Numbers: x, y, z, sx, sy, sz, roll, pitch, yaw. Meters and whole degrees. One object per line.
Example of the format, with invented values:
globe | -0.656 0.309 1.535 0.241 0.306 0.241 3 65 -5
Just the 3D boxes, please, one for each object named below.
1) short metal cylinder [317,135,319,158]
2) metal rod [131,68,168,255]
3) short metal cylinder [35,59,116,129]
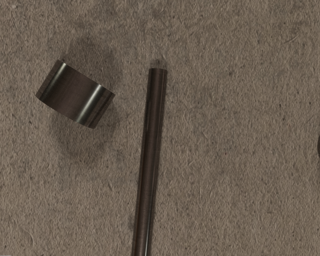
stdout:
short metal cylinder | 0.257 0.026 0.401 0.081 0.050 0.079 0 90 -1
metal rod | -0.016 0.072 0.409 0.025 0.025 0.298 5 90 -1
short metal cylinder | -0.103 -0.041 0.381 0.080 0.080 0.050 31 90 -1
